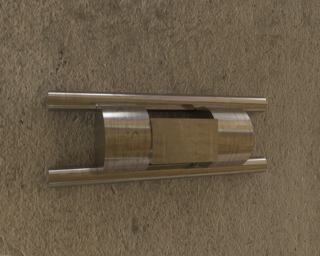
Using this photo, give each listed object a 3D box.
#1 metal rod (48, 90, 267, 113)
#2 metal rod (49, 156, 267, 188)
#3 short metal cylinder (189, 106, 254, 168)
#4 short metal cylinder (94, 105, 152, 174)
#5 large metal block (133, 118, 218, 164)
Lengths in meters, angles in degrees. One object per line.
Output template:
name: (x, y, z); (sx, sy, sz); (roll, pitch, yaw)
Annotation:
metal rod: (0.011, -0.033, 0.414); (0.303, 0.025, 0.025); (-1, 91, -20)
metal rod: (0.012, 0.056, 0.415); (0.303, 0.025, 0.025); (-1, 91, -20)
short metal cylinder: (0.078, 0.012, 0.409); (0.050, 0.080, 0.079); (-1, 91, -20)
short metal cylinder: (-0.046, 0.013, 0.363); (0.050, 0.080, 0.079); (-1, 91, -20)
large metal block: (0.016, 0.014, 0.384); (0.081, 0.080, 0.050); (0, 90, -20)
